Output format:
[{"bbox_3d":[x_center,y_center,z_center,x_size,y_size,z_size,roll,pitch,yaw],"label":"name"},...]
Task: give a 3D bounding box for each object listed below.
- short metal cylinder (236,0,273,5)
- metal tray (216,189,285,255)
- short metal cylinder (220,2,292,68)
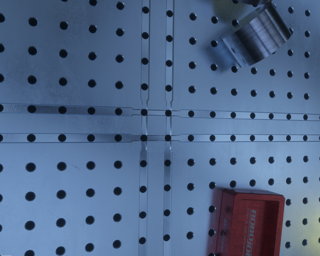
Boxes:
[{"bbox_3d":[0.132,-0.218,0.428,0.081,0.050,0.080,2,60,-3],"label":"short metal cylinder"},{"bbox_3d":[0.134,0.159,0.459,0.091,0.030,0.129,8,87,-20],"label":"metal tray"},{"bbox_3d":[0.132,-0.129,0.432,0.080,0.080,0.050,-43,104,-15],"label":"short metal cylinder"}]
